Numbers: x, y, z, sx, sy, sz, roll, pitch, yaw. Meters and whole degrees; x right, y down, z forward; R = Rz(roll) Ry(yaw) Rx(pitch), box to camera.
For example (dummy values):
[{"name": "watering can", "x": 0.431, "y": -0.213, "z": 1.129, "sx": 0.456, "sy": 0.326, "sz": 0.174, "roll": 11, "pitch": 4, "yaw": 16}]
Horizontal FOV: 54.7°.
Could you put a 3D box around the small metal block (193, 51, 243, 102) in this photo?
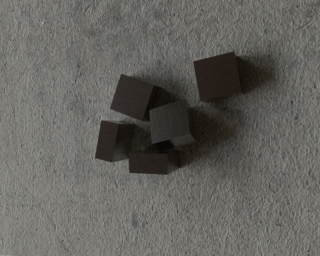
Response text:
[{"name": "small metal block", "x": 0.073, "y": -0.062, "z": 0.383, "sx": 0.050, "sy": 0.025, "sz": 0.050, "roll": -10, "pitch": 87, "yaw": 19}]

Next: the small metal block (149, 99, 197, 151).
[{"name": "small metal block", "x": 0.016, "y": -0.003, "z": 0.393, "sx": 0.050, "sy": 0.025, "sz": 0.050, "roll": -16, "pitch": 59, "yaw": 19}]

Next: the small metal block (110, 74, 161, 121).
[{"name": "small metal block", "x": -0.033, "y": -0.041, "z": 0.421, "sx": 0.050, "sy": 0.025, "sz": 0.050, "roll": 21, "pitch": 97, "yaw": 18}]

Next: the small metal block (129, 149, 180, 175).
[{"name": "small metal block", "x": -0.006, "y": 0.042, "z": 0.398, "sx": 0.050, "sy": 0.050, "sz": 0.025, "roll": 0, "pitch": 92, "yaw": 20}]

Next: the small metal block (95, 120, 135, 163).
[{"name": "small metal block", "x": -0.059, "y": 0.017, "z": 0.417, "sx": 0.025, "sy": 0.050, "sz": 0.050, "roll": 12, "pitch": 94, "yaw": 20}]
